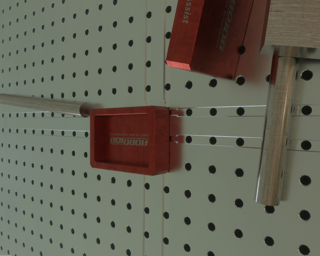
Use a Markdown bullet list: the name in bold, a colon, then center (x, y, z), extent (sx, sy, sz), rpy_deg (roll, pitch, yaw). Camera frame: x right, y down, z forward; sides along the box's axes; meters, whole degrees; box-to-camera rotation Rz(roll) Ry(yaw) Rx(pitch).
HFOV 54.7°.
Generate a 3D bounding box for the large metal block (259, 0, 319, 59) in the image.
- **large metal block**: center (0.134, -0.103, 0.262), extent (0.080, 0.050, 0.079), rpy_deg (8, 95, 12)

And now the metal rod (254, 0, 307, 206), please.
- **metal rod**: center (0.124, -0.072, 0.305), extent (0.025, 0.025, 0.298), rpy_deg (10, 96, 39)

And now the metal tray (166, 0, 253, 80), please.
- **metal tray**: center (0.057, -0.120, 0.318), extent (0.030, 0.091, 0.129), rpy_deg (19, 102, 38)

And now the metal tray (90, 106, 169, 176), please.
- **metal tray**: center (-0.047, 0.016, 0.442), extent (0.130, 0.030, 0.089), rpy_deg (0, 90, 39)

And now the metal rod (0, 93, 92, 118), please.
- **metal rod**: center (-0.236, -0.048, 0.600), extent (0.300, 0.025, 0.025), rpy_deg (9, 96, 39)
